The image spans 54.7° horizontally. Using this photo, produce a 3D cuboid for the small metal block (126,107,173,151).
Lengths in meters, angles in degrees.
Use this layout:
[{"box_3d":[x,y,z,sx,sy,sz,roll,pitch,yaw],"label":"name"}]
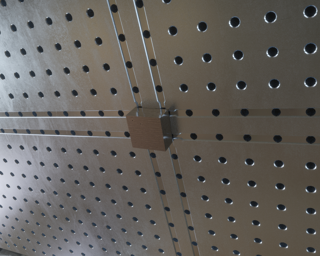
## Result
[{"box_3d":[-0.014,0.001,0.417,0.050,0.025,0.050,5,121,25],"label":"small metal block"}]
